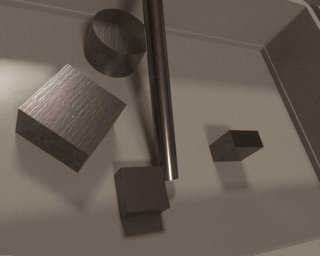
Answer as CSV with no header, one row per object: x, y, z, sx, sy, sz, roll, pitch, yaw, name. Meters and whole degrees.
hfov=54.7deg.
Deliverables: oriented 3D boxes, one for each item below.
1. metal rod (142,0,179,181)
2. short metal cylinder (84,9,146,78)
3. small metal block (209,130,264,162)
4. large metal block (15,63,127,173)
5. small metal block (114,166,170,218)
-0.003,-0.087,0.380,0.025,0.025,0.298,-5,89,-31,metal rod
-0.060,-0.117,0.430,0.081,0.050,0.080,14,56,-21,short metal cylinder
0.106,0.026,0.433,0.050,0.050,0.025,2,61,-28,small metal block
-0.097,-0.011,0.345,0.080,0.050,0.080,35,51,-6,large metal block
-0.021,0.072,0.352,0.050,0.025,0.050,1,61,-28,small metal block
